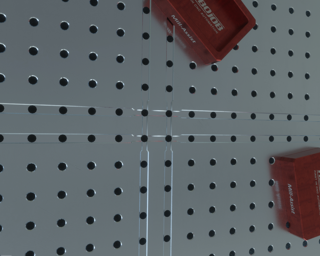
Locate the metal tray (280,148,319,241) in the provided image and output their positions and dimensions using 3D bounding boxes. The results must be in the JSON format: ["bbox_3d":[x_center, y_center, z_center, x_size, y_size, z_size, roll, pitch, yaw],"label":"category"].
[{"bbox_3d":[0.248,0.103,0.501,0.091,0.030,0.129,-10,94,-20],"label":"metal tray"}]

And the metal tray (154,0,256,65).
[{"bbox_3d":[0.062,-0.166,0.432,0.090,0.030,0.130,-47,105,-14],"label":"metal tray"}]
